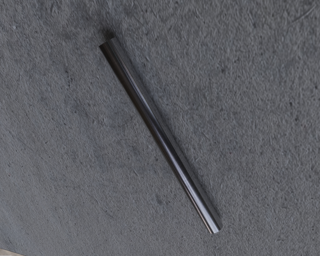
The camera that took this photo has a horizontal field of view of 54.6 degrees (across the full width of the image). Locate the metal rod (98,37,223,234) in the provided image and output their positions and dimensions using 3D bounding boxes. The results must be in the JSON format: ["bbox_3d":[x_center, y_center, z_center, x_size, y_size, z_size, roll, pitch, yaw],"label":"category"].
[{"bbox_3d":[0.008,0.020,0.415,0.025,0.025,0.299,-19,109,35],"label":"metal rod"}]
